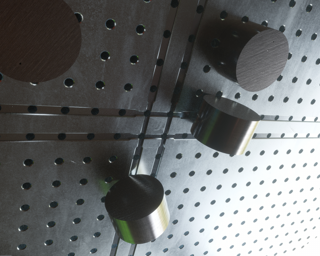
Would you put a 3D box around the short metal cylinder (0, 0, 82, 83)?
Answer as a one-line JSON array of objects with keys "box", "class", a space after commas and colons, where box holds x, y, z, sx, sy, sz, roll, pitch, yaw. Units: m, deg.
[{"box": [-0.116, -0.087, 0.277, 0.081, 0.050, 0.079, -14, 124, -21], "class": "short metal cylinder"}]

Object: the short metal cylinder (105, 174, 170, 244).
[{"box": [-0.030, 0.110, 0.427, 0.081, 0.080, 0.050, -23, 127, -15], "class": "short metal cylinder"}]

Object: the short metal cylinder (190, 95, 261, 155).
[{"box": [0.088, -0.006, 0.420, 0.081, 0.080, 0.050, 5, 116, -31], "class": "short metal cylinder"}]

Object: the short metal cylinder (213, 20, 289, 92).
[{"box": [0.117, -0.093, 0.401, 0.081, 0.050, 0.079, -14, 124, -21], "class": "short metal cylinder"}]
